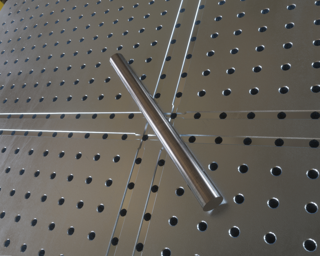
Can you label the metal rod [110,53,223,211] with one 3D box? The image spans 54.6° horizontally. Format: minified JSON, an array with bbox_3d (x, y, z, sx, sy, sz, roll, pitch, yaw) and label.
[{"bbox_3d":[-0.008,-0.016,0.424,0.025,0.025,0.300,-37,51,4],"label":"metal rod"}]
